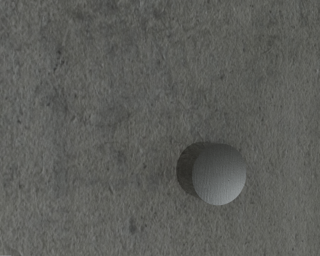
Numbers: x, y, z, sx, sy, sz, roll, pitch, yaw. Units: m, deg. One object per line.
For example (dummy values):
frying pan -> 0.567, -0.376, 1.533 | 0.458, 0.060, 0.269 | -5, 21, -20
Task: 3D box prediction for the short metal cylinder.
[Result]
short metal cylinder -> 0.069, 0.060, 0.423 | 0.081, 0.050, 0.079 | 0, 90, -21
